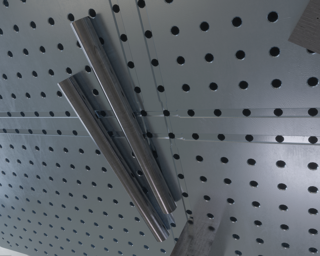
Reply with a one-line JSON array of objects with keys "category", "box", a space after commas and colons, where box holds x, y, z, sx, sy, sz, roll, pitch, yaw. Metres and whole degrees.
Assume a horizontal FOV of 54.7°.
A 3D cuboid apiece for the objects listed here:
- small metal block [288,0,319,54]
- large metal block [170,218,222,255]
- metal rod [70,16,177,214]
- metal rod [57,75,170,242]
[{"category": "small metal block", "box": [0.151, -0.093, 0.274, 0.050, 0.025, 0.050, 27, 128, 10]}, {"category": "large metal block", "box": [0.057, 0.199, 0.468, 0.050, 0.080, 0.079, 5, 121, 26]}, {"category": "metal rod", "box": [-0.042, -0.004, 0.430, 0.025, 0.025, 0.299, -11, 113, 33]}, {"category": "metal rod", "box": [-0.065, 0.057, 0.480, 0.025, 0.025, 0.299, -18, 109, 35]}]
